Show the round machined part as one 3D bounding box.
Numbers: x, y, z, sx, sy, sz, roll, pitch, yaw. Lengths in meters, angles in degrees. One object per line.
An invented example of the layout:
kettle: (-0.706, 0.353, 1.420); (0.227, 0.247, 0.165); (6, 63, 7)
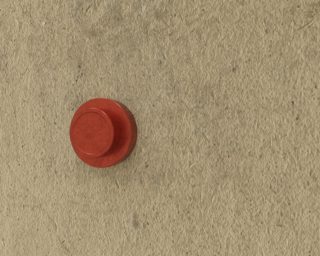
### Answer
round machined part: (-0.085, 0.007, 0.431); (0.098, 0.042, 0.097); (0, 90, 20)
